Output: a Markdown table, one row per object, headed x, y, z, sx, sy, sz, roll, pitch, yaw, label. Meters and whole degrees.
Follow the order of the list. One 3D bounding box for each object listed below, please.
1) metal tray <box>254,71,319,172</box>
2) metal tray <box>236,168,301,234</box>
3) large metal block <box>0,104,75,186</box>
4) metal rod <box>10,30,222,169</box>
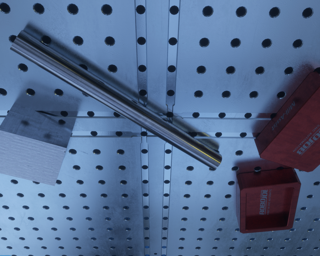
| x | y | z | sx | sy | sz | roll | pitch | yaw | label |
| --- | --- | --- | --- | --- | --- | --- | --- | --- | --- |
| 0.200 | -0.002 | 0.408 | 0.091 | 0.030 | 0.129 | 17 | 128 | -14 | metal tray |
| 0.176 | 0.125 | 0.515 | 0.090 | 0.030 | 0.129 | -7 | 130 | 6 | metal tray |
| -0.168 | 0.025 | 0.415 | 0.081 | 0.050 | 0.079 | 17 | 128 | -15 | large metal block |
| -0.036 | -0.023 | 0.391 | 0.301 | 0.025 | 0.025 | 31 | 123 | -24 | metal rod |
